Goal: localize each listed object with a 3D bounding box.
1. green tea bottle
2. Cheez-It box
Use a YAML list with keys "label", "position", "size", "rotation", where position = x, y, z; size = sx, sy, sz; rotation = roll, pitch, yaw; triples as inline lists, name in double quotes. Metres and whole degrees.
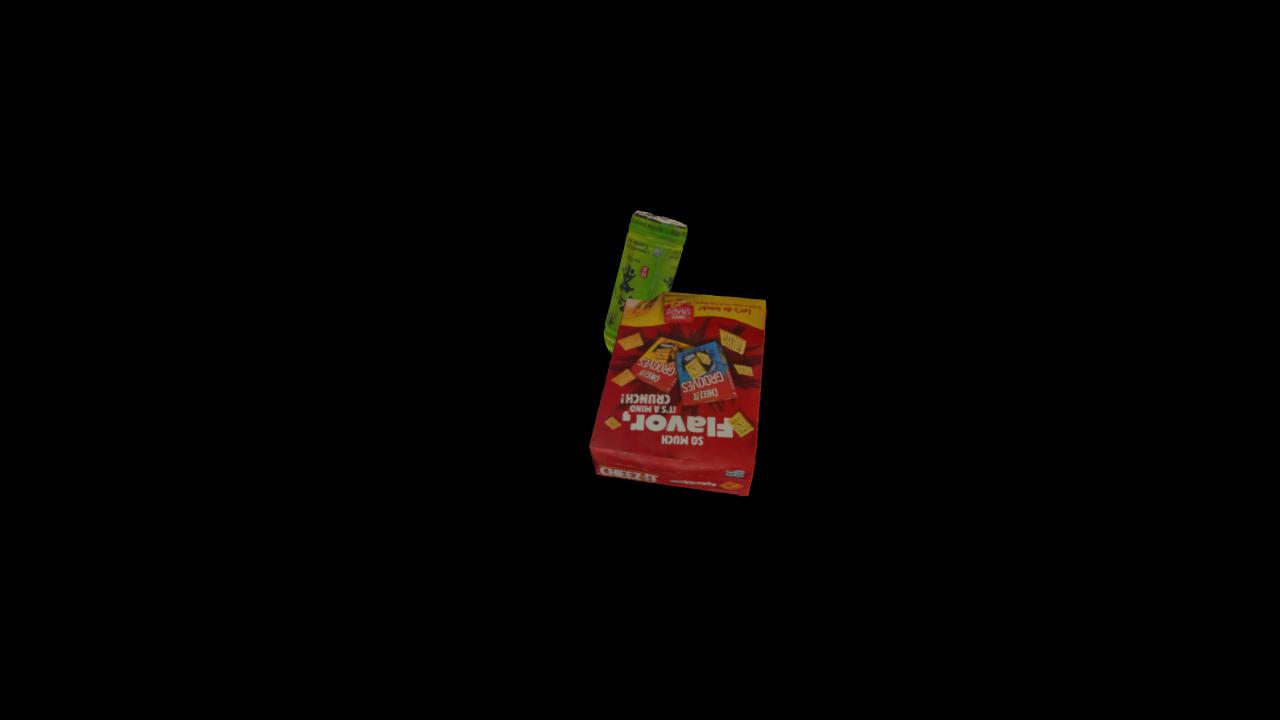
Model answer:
- label: "green tea bottle"
  position: [-0.001, -0.069, 0.750]
  size: [0.073, 0.212, 0.073]
  rotation: [13, 18, -4]
- label: "Cheez-It box"
  position: [0.049, 0.027, 0.680]
  size: [0.166, 0.223, 0.071]
  rotation: [6, -36, 8]
